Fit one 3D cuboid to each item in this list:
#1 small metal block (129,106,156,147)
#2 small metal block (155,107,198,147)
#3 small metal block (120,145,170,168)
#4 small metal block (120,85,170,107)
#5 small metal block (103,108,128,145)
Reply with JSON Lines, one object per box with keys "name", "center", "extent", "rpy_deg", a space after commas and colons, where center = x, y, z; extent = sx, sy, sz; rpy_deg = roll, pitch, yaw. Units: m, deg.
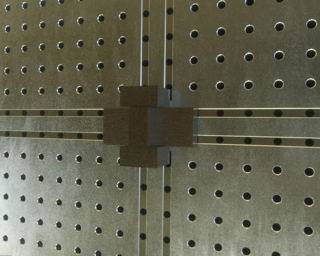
{"name": "small metal block", "center": [-0.018, -0.002, 0.404], "extent": [0.025, 0.050, 0.050], "rpy_deg": [1, 90, 20]}
{"name": "small metal block", "center": [0.022, -0.001, 0.404], "extent": [0.050, 0.025, 0.050], "rpy_deg": [1, 90, 19]}
{"name": "small metal block", "center": [-0.019, 0.036, 0.405], "extent": [0.050, 0.050, 0.025], "rpy_deg": [1, 91, 19]}
{"name": "small metal block", "center": [-0.018, -0.039, 0.404], "extent": [0.050, 0.050, 0.025], "rpy_deg": [1, 91, 19]}
{"name": "small metal block", "center": [-0.050, -0.002, 0.429], "extent": [0.050, 0.025, 0.050], "rpy_deg": [1, 90, 19]}
